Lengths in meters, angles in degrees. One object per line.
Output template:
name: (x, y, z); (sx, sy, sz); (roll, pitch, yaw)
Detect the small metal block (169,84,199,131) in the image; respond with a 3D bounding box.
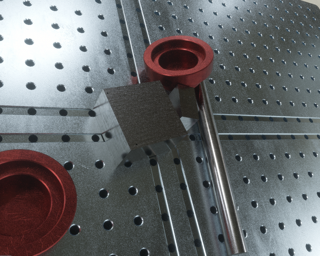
small metal block: (0.026, -0.023, 0.420); (0.025, 0.050, 0.050); (9, 59, -24)

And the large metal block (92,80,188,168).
large metal block: (-0.026, -0.007, 0.382); (0.081, 0.050, 0.080); (-14, 69, -34)

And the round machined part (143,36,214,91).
round machined part: (0.027, -0.090, 0.449); (0.099, 0.042, 0.098); (-2, 47, 3)

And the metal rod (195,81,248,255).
metal rod: (0.071, 0.018, 0.435); (0.025, 0.025, 0.299); (5, 59, -26)

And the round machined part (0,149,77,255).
round machined part: (-0.130, 0.072, 0.283); (0.099, 0.042, 0.098); (14, 56, -21)
